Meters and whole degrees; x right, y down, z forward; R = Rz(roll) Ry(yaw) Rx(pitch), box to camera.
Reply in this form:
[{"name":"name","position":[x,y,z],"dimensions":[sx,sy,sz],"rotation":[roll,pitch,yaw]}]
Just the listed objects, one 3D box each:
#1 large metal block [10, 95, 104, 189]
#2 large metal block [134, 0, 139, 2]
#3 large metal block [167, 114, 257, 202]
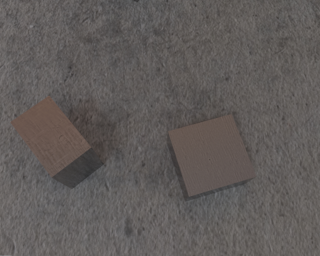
[{"name":"large metal block","position":[-0.118,0.020,0.370],"dimensions":[0.050,0.080,0.080],"rotation":[-39,75,-13]},{"name":"large metal block","position":[-0.047,-0.261,0.490],"dimensions":[0.080,0.050,0.080],"rotation":[33,73,11]},{"name":"large metal block","position":[0.059,0.038,0.382],"dimensions":[0.081,0.050,0.080],"rotation":[-15,71,-6]}]
